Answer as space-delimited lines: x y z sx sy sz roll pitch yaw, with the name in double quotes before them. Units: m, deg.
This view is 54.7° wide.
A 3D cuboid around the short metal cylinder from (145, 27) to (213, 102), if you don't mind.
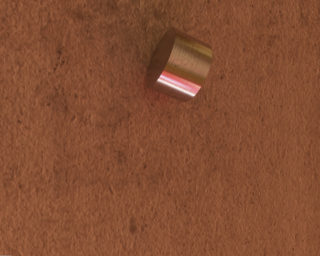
"short metal cylinder" 0.022 -0.078 0.389 0.050 0.080 0.080 20 83 -19
